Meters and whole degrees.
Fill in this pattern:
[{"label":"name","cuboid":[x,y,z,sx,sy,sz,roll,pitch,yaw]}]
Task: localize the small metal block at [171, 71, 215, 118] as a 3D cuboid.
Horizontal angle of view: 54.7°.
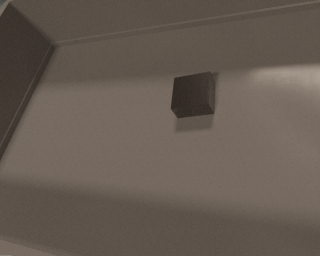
[{"label":"small metal block","cuboid":[0.044,-0.043,0.408,0.050,0.025,0.050,-6,59,24]}]
